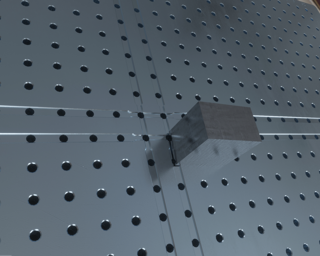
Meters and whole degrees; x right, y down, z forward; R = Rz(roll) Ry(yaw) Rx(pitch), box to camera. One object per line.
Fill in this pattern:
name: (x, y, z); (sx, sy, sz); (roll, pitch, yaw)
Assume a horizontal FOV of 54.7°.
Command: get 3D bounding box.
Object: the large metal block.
large metal block: (0.069, 0.011, 0.405); (0.081, 0.080, 0.050); (4, 60, -27)
